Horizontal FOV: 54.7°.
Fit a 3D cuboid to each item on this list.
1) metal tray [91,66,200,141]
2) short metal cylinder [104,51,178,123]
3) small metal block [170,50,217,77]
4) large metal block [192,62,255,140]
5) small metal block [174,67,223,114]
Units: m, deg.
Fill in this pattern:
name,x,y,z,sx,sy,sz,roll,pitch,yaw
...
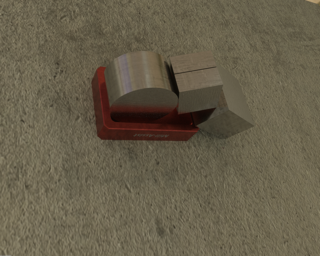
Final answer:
name,x,y,z,sx,sy,sz,roll,pitch,yaw
metal tray,-0.019,-0.030,0.410,0.131,0.030,0.090,2,61,-27
short metal cylinder,-0.023,-0.046,0.369,0.081,0.080,0.050,1,62,-28
small metal block,0.039,-0.066,0.383,0.050,0.050,0.025,-11,63,-4
large metal block,0.083,-0.038,0.438,0.080,0.050,0.080,22,49,-48
small metal block,0.044,-0.044,0.372,0.050,0.050,0.025,-11,63,-4
